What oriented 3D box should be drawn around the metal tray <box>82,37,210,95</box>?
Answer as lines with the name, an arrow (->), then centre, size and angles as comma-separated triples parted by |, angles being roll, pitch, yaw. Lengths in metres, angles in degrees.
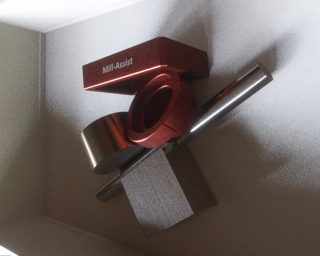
metal tray -> -0.019, -0.068, 0.375 | 0.130, 0.091, 0.030 | -8, 85, 39

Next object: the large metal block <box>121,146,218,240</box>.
large metal block -> 0.009, 0.077, 0.378 | 0.080, 0.050, 0.080 | -40, 66, 32

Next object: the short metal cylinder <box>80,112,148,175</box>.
short metal cylinder -> -0.059, 0.021, 0.416 | 0.080, 0.081, 0.050 | -40, 66, 32

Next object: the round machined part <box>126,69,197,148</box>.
round machined part -> 0.005, -0.020, 0.370 | 0.098, 0.042, 0.098 | -35, 40, 36

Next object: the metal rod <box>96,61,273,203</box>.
metal rod -> 0.010, 0.022, 0.395 | 0.299, 0.025, 0.025 | -40, 66, 32
